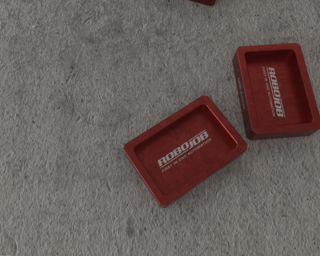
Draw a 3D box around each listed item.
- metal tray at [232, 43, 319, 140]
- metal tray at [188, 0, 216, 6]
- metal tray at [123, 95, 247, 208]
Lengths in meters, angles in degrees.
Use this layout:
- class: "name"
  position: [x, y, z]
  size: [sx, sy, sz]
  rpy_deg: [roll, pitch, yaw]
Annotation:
- class: "metal tray"
  position: [0.156, -0.052, 0.425]
  size: [0.091, 0.030, 0.130]
  rpy_deg: [-4, 70, -2]
- class: "metal tray"
  position: [0.038, -0.256, 0.498]
  size: [0.131, 0.030, 0.090]
  rpy_deg: [18, 71, 6]
- class: "metal tray"
  position: [0.032, 0.028, 0.395]
  size: [0.131, 0.030, 0.090]
  rpy_deg: [-32, 73, -11]
